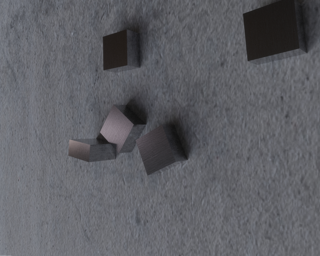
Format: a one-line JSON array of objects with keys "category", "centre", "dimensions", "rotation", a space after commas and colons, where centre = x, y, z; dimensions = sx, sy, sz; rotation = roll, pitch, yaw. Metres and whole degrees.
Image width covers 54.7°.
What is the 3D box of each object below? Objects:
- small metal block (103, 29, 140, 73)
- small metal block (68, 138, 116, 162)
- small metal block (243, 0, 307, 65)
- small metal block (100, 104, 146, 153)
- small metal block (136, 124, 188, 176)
[{"category": "small metal block", "centre": [-0.056, -0.110, 0.449], "dimensions": [0.050, 0.025, 0.050], "rotation": [-2, 89, 39]}, {"category": "small metal block", "centre": [-0.102, 0.033, 0.470], "dimensions": [0.050, 0.050, 0.025], "rotation": [10, 96, 39]}, {"category": "small metal block", "centre": [0.114, -0.095, 0.310], "dimensions": [0.050, 0.025, 0.050], "rotation": [-7, 85, 39]}, {"category": "small metal block", "centre": [-0.054, 0.001, 0.447], "dimensions": [0.050, 0.025, 0.050], "rotation": [43, 116, 31]}, {"category": "small metal block", "centre": [0.001, 0.028, 0.402], "dimensions": [0.050, 0.025, 0.050], "rotation": [-31, 71, 35]}]
